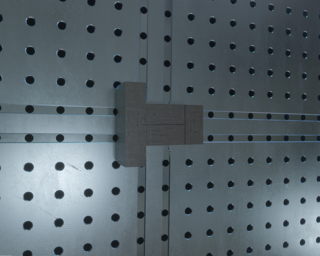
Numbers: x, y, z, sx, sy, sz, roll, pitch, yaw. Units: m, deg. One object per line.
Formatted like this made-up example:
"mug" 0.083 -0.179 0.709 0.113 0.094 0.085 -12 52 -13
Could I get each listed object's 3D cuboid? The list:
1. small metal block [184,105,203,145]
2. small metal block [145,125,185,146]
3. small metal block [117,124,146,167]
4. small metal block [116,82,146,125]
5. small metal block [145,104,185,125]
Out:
"small metal block" 0.035 -0.004 0.412 0.025 0.050 0.050 0 90 -20
"small metal block" -0.001 0.008 0.399 0.050 0.050 0.025 0 90 -20
"small metal block" -0.037 0.021 0.386 0.025 0.050 0.050 0 90 -20
"small metal block" -0.037 -0.029 0.386 0.025 0.050 0.050 0 90 -20
"small metal block" -0.001 -0.017 0.399 0.050 0.050 0.025 0 90 -20
